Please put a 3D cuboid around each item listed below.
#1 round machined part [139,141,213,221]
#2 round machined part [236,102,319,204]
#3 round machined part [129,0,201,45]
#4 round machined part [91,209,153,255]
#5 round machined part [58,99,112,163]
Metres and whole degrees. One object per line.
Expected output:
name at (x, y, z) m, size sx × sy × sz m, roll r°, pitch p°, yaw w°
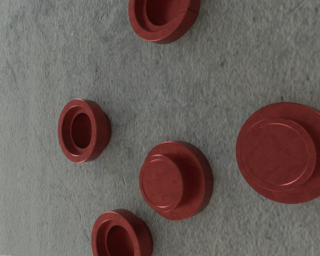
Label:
round machined part at (0.013, 0.065, 0.382) m, size 0.098 × 0.042 × 0.097 m, roll 0°, pitch 90°, yaw 39°
round machined part at (0.117, 0.024, 0.296) m, size 0.098 × 0.042 × 0.097 m, roll 0°, pitch 90°, yaw 39°
round machined part at (0.010, -0.153, 0.384) m, size 0.098 × 0.042 × 0.097 m, roll 0°, pitch 90°, yaw 39°
round machined part at (-0.048, 0.161, 0.432) m, size 0.098 × 0.042 × 0.097 m, roll 0°, pitch 90°, yaw 39°
round machined part at (-0.114, 0.004, 0.485) m, size 0.098 × 0.042 × 0.097 m, roll 0°, pitch 90°, yaw 39°
